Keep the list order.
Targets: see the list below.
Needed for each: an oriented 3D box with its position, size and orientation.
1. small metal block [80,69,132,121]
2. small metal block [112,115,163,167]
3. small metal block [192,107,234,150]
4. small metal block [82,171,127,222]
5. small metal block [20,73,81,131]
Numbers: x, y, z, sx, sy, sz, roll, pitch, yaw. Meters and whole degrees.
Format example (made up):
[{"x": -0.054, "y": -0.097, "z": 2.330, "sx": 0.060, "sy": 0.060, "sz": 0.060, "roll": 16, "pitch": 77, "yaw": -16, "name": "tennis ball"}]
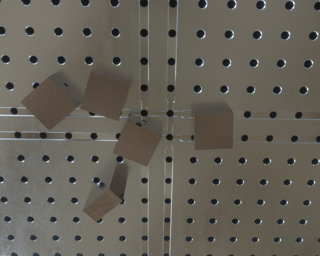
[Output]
[{"x": -0.069, "y": -0.043, "z": 0.397, "sx": 0.050, "sy": 0.025, "sz": 0.050, "roll": 18, "pitch": 109, "yaw": -7, "name": "small metal block"}, {"x": -0.030, "y": 0.017, "z": 0.419, "sx": 0.050, "sy": 0.025, "sz": 0.050, "roll": 23, "pitch": 108, "yaw": -9, "name": "small metal block"}, {"x": 0.070, "y": 0.001, "z": 0.414, "sx": 0.050, "sy": 0.025, "sz": 0.050, "roll": -3, "pitch": 110, "yaw": 1, "name": "small metal block"}, {"x": -0.076, "y": 0.095, "z": 0.434, "sx": 0.050, "sy": 0.050, "sz": 0.025, "roll": -40, "pitch": 105, "yaw": 13, "name": "small metal block"}, {"x": -0.139, "y": -0.034, "z": 0.400, "sx": 0.050, "sy": 0.025, "sz": 0.050, "roll": -38, "pitch": 106, "yaw": 12, "name": "small metal block"}]
